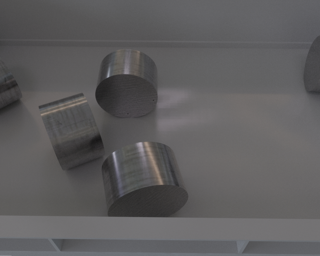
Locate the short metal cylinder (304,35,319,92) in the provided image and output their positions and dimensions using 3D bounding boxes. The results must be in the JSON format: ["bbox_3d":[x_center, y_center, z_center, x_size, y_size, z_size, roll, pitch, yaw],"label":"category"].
[{"bbox_3d":[0.248,-0.090,0.447,0.050,0.080,0.080,8,51,6],"label":"short metal cylinder"}]

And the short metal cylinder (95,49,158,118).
[{"bbox_3d":[-0.043,-0.058,0.418,0.081,0.080,0.050,-1,50,-1],"label":"short metal cylinder"}]

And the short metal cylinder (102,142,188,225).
[{"bbox_3d":[-0.017,0.059,0.320,0.081,0.080,0.050,-11,51,-9],"label":"short metal cylinder"}]

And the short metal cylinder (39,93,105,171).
[{"bbox_3d":[-0.103,0.004,0.365,0.050,0.080,0.080,-21,53,-16],"label":"short metal cylinder"}]

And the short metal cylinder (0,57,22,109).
[{"bbox_3d":[-0.234,-0.063,0.421,0.050,0.080,0.080,-36,59,-26],"label":"short metal cylinder"}]
